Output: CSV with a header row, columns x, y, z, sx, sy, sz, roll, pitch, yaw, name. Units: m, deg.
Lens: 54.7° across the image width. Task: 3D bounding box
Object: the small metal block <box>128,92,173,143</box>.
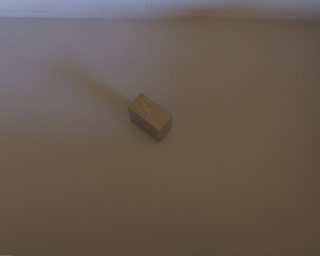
x,y,z,sx,sy,sz,roll,pitch,yaw,name
-0.012,-0.012,0.401,0.050,0.050,0.025,37,74,12,small metal block
